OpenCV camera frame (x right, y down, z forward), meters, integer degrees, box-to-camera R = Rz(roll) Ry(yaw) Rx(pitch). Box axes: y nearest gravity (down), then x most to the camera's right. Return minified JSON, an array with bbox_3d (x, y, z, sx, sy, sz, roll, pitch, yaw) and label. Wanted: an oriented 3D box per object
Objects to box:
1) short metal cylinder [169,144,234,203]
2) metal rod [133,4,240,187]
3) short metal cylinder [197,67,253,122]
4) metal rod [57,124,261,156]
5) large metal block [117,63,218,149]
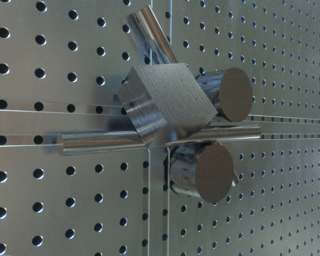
[{"bbox_3d":[0.059,0.061,0.438,0.081,0.050,0.079,0,90,-40],"label":"short metal cylinder"},{"bbox_3d":[0.047,-0.030,0.445,0.025,0.025,0.299,-46,118,-30],"label":"metal rod"},{"bbox_3d":[0.096,-0.048,0.469,0.081,0.050,0.079,0,90,-40],"label":"short metal cylinder"},{"bbox_3d":[0.023,0.011,0.402,0.303,0.025,0.025,-2,92,-34],"label":"metal rod"},{"bbox_3d":[0.008,-0.030,0.372,0.081,0.050,0.080,-13,64,-39],"label":"large metal block"}]
